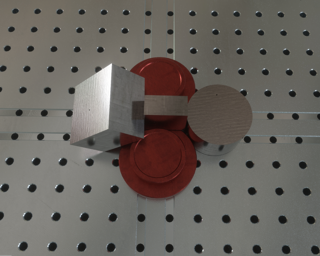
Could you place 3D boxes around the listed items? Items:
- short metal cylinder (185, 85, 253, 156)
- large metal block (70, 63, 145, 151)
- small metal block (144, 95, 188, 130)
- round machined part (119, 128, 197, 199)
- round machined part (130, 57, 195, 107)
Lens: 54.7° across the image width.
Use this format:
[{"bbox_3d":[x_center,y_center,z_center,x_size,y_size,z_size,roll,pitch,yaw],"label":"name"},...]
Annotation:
[{"bbox_3d":[0.073,-0.009,0.401,0.081,0.050,0.080,0,70,0],"label":"short metal cylinder"},{"bbox_3d":[-0.065,-0.021,0.384,0.050,0.080,0.080,18,63,-42],"label":"large metal block"},{"bbox_3d":[0.007,-0.018,0.381,0.050,0.050,0.025,1,70,0],"label":"small metal block"},{"bbox_3d":[-0.003,0.038,0.389,0.099,0.042,0.098,0,70,0],"label":"round machined part"},{"bbox_3d":[-0.001,-0.056,0.423,0.099,0.042,0.098,0,70,0],"label":"round machined part"}]
